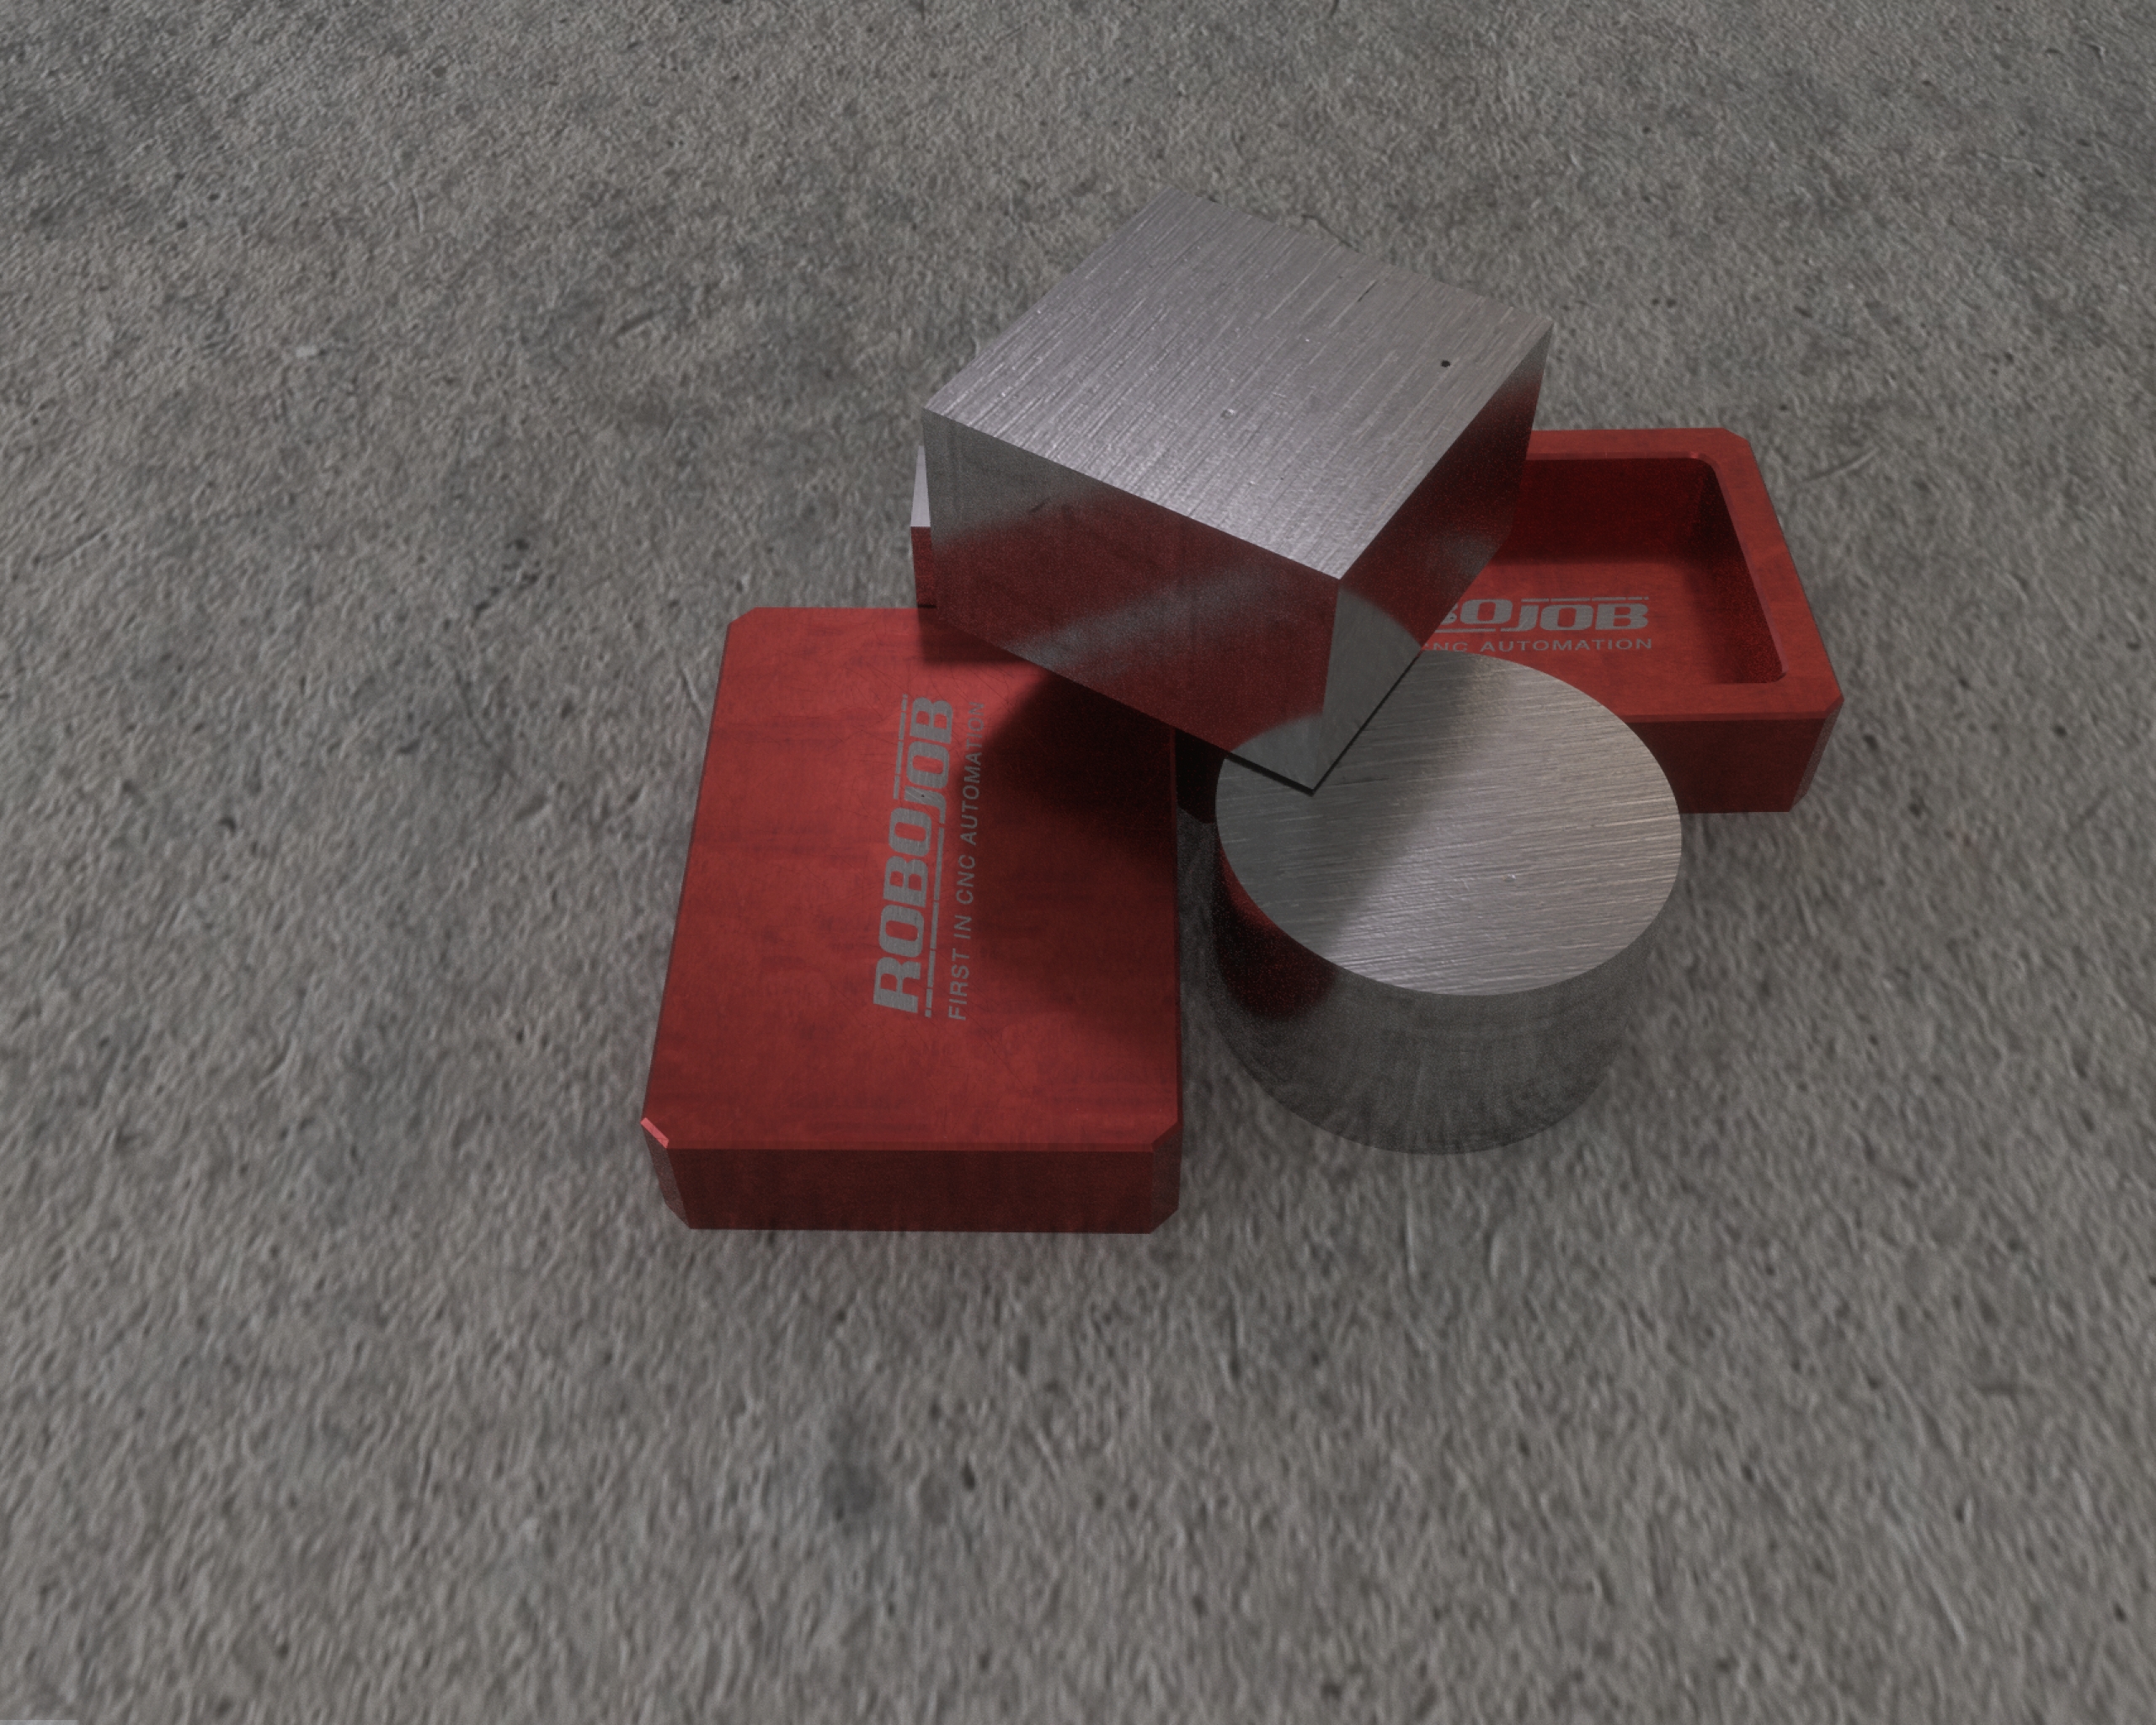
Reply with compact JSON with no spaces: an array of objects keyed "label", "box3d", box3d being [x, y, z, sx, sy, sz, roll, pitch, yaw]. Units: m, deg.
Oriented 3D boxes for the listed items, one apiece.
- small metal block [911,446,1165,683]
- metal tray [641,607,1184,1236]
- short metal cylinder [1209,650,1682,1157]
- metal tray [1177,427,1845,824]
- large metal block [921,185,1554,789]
[{"label":"small metal block","box3d":[-0.008,-0.060,0.439,0.050,0.050,0.025,1,50,0]},{"label":"metal tray","box3d":[-0.027,0.007,0.397,0.091,0.030,0.130,1,50,0]},{"label":"short metal cylinder","box3d":[0.065,0.007,0.383,0.080,0.050,0.080,0,50,0]},{"label":"metal tray","box3d":[0.085,-0.052,0.446,0.131,0.030,0.090,-1,50,-1]},{"label":"large metal block","box3d":[0.029,-0.071,0.382,0.080,0.050,0.080,26,55,20]}]
